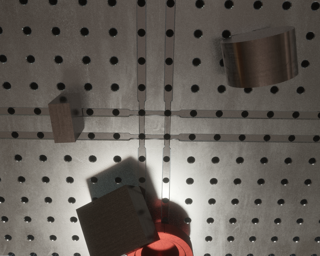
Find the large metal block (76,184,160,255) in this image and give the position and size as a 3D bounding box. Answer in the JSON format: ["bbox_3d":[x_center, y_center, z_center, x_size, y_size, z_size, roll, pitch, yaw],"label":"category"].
[{"bbox_3d":[-0.058,0.134,0.428,0.080,0.050,0.080,-28,69,9],"label":"large metal block"}]

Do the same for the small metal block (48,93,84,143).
[{"bbox_3d":[-0.117,-0.014,0.393,0.025,0.050,0.050,-2,110,0],"label":"small metal block"}]

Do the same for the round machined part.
[{"bbox_3d":[0.000,0.185,0.473,0.099,0.042,0.097,0,110,-1],"label":"round machined part"}]

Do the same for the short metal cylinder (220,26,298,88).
[{"bbox_3d":[0.114,-0.082,0.355,0.080,0.080,0.050,-12,110,4],"label":"short metal cylinder"}]
